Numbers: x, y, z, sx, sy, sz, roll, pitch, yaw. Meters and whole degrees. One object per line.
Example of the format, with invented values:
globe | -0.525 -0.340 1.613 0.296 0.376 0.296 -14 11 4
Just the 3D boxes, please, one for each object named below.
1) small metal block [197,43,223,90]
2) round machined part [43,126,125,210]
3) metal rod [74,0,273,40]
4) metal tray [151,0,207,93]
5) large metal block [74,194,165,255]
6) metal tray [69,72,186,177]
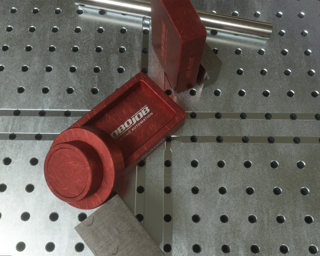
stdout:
small metal block | 0.058 -0.090 0.432 0.025 0.050 0.050 -31 73 -11
round machined part | -0.094 0.048 0.359 0.098 0.042 0.097 3 96 24
metal rod | 0.018 -0.175 0.475 0.302 0.025 0.025 12 71 3
metal tray | 0.019 -0.113 0.398 0.030 0.130 0.090 -22 72 -8
large metal block | -0.041 0.118 0.332 0.050 0.080 0.080 -38 85 -13
metal tray | -0.042 -0.002 0.409 0.130 0.030 0.090 -41 75 -14
